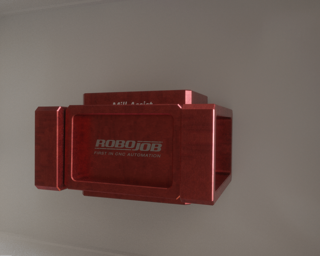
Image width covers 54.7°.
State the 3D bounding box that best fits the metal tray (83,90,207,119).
[{"bbox_3d":[-0.015,-0.026,0.378,0.130,0.090,0.030,0,91,20],"label":"metal tray"}]

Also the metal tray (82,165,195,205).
[{"bbox_3d":[-0.016,0.064,0.378,0.130,0.090,0.030,0,90,20],"label":"metal tray"}]

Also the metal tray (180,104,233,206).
[{"bbox_3d":[0.054,0.022,0.333,0.030,0.130,0.089,1,91,20],"label":"metal tray"}]

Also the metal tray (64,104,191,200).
[{"bbox_3d":[-0.035,0.021,0.323,0.130,0.030,0.089,1,90,19],"label":"metal tray"}]

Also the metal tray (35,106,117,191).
[{"bbox_3d":[-0.098,0.021,0.388,0.030,0.130,0.089,1,91,20],"label":"metal tray"}]
